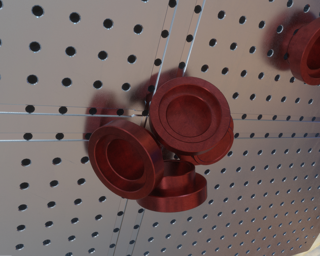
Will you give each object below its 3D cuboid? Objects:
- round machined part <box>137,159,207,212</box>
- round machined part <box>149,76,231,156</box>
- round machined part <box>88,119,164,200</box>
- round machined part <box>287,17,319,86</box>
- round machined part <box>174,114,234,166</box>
[{"bbox_3d":[0.015,0.073,0.423,0.099,0.098,0.042,-9,104,-24],"label":"round machined part"},{"bbox_3d":[0.035,-0.012,0.390,0.099,0.098,0.042,-25,165,-13],"label":"round machined part"},{"bbox_3d":[-0.037,0.035,0.378,0.042,0.098,0.097,-36,140,-50],"label":"round machined part"},{"bbox_3d":[0.229,-0.116,0.457,0.099,0.042,0.097,-14,125,-21],"label":"round machined part"},{"bbox_3d":[0.067,0.015,0.448,0.099,0.042,0.097,-14,125,-21],"label":"round machined part"}]
